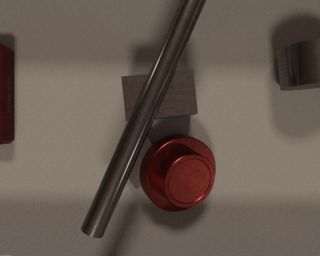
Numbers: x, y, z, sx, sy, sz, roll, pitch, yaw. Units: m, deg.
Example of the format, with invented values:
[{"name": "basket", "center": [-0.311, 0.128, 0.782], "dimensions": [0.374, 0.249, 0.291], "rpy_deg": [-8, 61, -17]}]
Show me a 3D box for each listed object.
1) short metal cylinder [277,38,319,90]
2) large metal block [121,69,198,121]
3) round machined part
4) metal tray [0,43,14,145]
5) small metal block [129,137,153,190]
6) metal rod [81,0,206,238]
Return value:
[{"name": "short metal cylinder", "center": [0.191, -0.077, 0.386], "dimensions": [0.081, 0.080, 0.050], "rpy_deg": [-5, 90, -1]}, {"name": "large metal block", "center": [-0.001, -0.037, 0.384], "dimensions": [0.081, 0.080, 0.050], "rpy_deg": [-6, 90, -1]}, {"name": "round machined part", "center": [0.028, 0.059, 0.385], "dimensions": [0.099, 0.042, 0.097], "rpy_deg": [-5, 104, -22]}, {"name": "metal tray", "center": [-0.243, -0.043, 0.406], "dimensions": [0.091, 0.030, 0.129], "rpy_deg": [0, 90, -1]}, {"name": "small metal block", "center": [-0.024, 0.045, 0.411], "dimensions": [0.050, 0.025, 0.050], "rpy_deg": [-33, 90, 0]}, {"name": "metal rod", "center": [-0.013, -0.026, 0.331], "dimensions": [0.025, 0.025, 0.299], "rpy_deg": [24, 90, -1]}]
